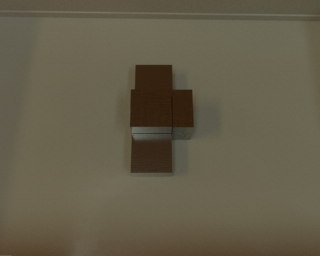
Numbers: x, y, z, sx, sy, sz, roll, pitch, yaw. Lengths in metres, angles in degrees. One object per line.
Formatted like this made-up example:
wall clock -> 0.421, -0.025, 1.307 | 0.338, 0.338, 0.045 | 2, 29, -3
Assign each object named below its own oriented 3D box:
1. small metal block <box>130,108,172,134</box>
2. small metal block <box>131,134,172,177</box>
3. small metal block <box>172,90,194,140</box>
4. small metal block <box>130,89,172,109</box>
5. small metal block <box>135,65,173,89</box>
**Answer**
small metal block -> -0.011, -0.005, 0.396 | 0.050, 0.050, 0.025 | 0, 70, 0
small metal block -> -0.010, 0.035, 0.395 | 0.050, 0.025, 0.050 | 0, 70, 0
small metal block -> 0.028, -0.016, 0.400 | 0.025, 0.050, 0.050 | 0, 70, 0
small metal block -> -0.011, -0.028, 0.405 | 0.050, 0.050, 0.025 | 0, 70, 0
small metal block -> -0.008, -0.059, 0.429 | 0.050, 0.025, 0.050 | 0, 70, 0
